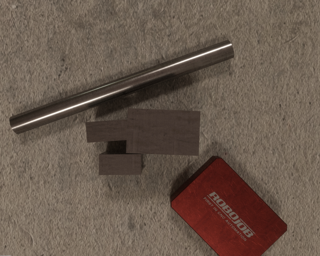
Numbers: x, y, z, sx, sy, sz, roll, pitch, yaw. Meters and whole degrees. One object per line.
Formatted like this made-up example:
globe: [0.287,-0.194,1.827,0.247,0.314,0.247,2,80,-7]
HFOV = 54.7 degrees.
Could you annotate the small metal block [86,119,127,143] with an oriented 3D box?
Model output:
small metal block: [-0.063,0.003,0.397,0.050,0.050,0.025,-4,90,-1]

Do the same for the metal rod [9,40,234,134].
metal rod: [-0.049,-0.054,0.409,0.302,0.025,0.025,-20,90,-1]

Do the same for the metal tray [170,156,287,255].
metal tray: [0.088,0.112,0.409,0.090,0.030,0.130,-44,91,0]

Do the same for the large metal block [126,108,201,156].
large metal block: [0.004,0.004,0.383,0.081,0.080,0.050,2,90,-1]

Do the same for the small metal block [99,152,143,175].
small metal block: [-0.048,0.044,0.397,0.050,0.050,0.025,0,90,-1]
